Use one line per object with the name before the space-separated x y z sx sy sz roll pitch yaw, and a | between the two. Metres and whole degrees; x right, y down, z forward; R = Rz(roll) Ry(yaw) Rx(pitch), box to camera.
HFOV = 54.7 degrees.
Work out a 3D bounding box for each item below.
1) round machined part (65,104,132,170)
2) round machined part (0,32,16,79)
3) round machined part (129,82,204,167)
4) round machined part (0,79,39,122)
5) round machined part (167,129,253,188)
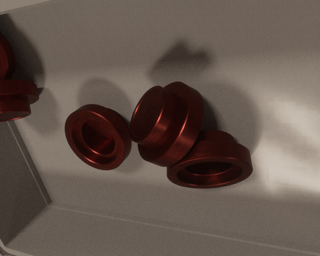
round machined part | -0.084 0.009 0.446 0.098 0.042 0.097 13 124 20
round machined part | -0.259 -0.104 0.453 0.099 0.042 0.097 2 111 5
round machined part | 0.001 -0.009 0.350 0.042 0.098 0.098 24 135 -28
round machined part | -0.228 -0.036 0.452 0.098 0.099 0.042 -16 85 34
round machined part | 0.057 0.036 0.369 0.099 0.042 0.098 -1 150 0
